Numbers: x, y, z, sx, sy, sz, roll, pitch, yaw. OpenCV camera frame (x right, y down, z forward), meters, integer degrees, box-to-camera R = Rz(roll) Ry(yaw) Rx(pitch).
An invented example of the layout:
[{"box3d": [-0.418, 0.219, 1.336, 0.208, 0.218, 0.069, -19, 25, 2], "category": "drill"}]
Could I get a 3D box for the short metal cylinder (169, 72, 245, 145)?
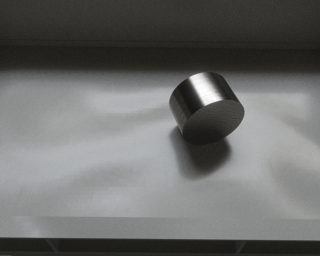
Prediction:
[{"box3d": [0.058, -0.023, 0.390, 0.081, 0.080, 0.050, -13, 52, -11], "category": "short metal cylinder"}]
